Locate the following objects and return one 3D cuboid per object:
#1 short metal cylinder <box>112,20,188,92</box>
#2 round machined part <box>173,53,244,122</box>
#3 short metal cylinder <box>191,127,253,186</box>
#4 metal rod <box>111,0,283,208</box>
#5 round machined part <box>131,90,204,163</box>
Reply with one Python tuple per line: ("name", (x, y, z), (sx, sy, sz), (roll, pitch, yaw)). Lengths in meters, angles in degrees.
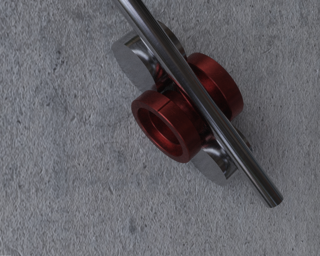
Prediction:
("short metal cylinder", (-0.012, -0.084, 0.377), (0.050, 0.080, 0.080), (-41, 103, -16))
("round machined part", (0.055, -0.043, 0.393), (0.042, 0.098, 0.098), (-40, 103, -11))
("short metal cylinder", (0.075, 0.030, 0.410), (0.050, 0.080, 0.080), (-41, 103, -16))
("metal rod", (0.049, -0.026, 0.345), (0.025, 0.025, 0.300), (-42, 104, -15))
("round machined part", (0.014, -0.007, 0.376), (0.042, 0.098, 0.098), (-42, 104, -19))
